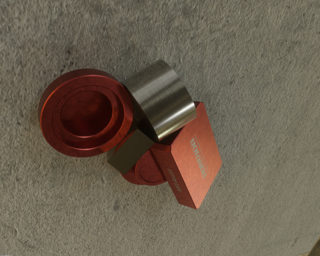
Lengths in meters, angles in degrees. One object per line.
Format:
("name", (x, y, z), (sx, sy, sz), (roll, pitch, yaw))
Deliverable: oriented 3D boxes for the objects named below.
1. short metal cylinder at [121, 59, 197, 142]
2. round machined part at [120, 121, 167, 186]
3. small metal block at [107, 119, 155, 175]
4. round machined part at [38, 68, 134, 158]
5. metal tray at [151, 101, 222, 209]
("short metal cylinder", (-0.002, -0.031, 0.355), (0.050, 0.080, 0.080), (-33, 129, -7))
("round machined part", (-0.009, 0.038, 0.418), (0.099, 0.042, 0.097), (-14, 125, -21))
("small metal block", (-0.035, 0.021, 0.364), (0.025, 0.050, 0.050), (41, 95, -15))
("round machined part", (-0.082, -0.019, 0.341), (0.099, 0.042, 0.097), (-14, 125, -21))
("metal tray", (0.042, 0.038, 0.424), (0.090, 0.030, 0.130), (-54, 137, -32))
